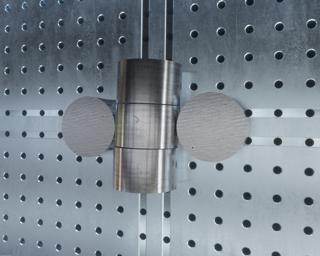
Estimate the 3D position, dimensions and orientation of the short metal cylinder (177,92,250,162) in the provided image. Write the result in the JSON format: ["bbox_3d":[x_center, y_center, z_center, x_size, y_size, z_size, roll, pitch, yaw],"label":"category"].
[{"bbox_3d":[0.066,-0.001,0.375,0.080,0.050,0.079,0,90,19],"label":"short metal cylinder"}]

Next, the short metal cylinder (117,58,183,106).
[{"bbox_3d":[-0.013,-0.054,0.386,0.080,0.080,0.050,3,91,19],"label":"short metal cylinder"}]

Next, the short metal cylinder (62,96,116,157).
[{"bbox_3d":[-0.086,-0.002,0.428,0.080,0.050,0.079,0,90,19],"label":"short metal cylinder"}]

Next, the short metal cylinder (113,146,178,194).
[{"bbox_3d":[-0.018,0.048,0.388,0.080,0.080,0.050,1,91,19],"label":"short metal cylinder"}]

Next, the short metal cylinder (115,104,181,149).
[{"bbox_3d":[-0.015,-0.002,0.387,0.080,0.080,0.050,2,91,19],"label":"short metal cylinder"}]
